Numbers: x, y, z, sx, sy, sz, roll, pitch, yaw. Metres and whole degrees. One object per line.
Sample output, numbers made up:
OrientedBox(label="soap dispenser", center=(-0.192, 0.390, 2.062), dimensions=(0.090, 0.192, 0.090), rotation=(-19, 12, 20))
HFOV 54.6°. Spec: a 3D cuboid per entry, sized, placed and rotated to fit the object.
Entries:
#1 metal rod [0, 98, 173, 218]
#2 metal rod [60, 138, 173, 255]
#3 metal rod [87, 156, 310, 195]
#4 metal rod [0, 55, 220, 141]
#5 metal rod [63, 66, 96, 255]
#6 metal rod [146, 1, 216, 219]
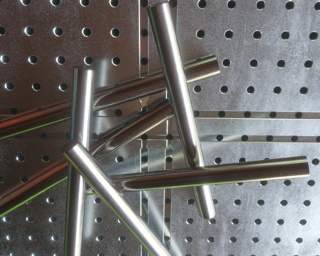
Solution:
OrientedBox(label="metal rod", center=(-0.111, 0.046, 0.429), dimensions=(0.300, 0.025, 0.025), rotation=(-30, 107, 10))
OrientedBox(label="metal rod", center=(-0.035, 0.132, 0.432), dimensions=(0.025, 0.025, 0.299), rotation=(-27, 119, 9))
OrientedBox(label="metal rod", center=(0.028, 0.065, 0.402), dimensions=(0.301, 0.025, 0.025), rotation=(-8, 111, 16))
OrientedBox(label="metal rod", center=(-0.073, -0.036, 0.399), dimensions=(0.301, 0.025, 0.025), rotation=(-16, 109, 6))
OrientedBox(label="metal rod", center=(-0.109, 0.069, 0.409), dimensions=(0.025, 0.025, 0.298), rotation=(8, 110, -3))
OrientedBox(label="metal rod", center=(0.034, -0.002, 0.393), dimensions=(0.025, 0.025, 0.299), rotation=(-13, 117, 5))
